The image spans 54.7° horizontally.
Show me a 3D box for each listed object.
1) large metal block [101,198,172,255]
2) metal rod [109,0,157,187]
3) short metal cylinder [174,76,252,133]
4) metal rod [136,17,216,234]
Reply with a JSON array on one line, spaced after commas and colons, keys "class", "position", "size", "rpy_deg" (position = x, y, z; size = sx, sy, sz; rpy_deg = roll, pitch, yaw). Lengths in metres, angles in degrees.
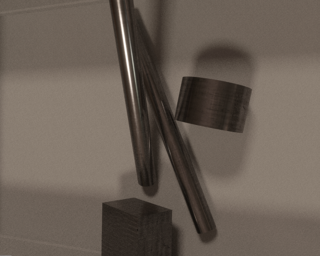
[{"class": "large metal block", "position": [-0.031, 0.138, 0.389], "size": [0.080, 0.050, 0.079], "rpy_deg": [1, 90, 50]}, {"class": "metal rod", "position": [-0.032, -0.062, 0.355], "size": [0.025, 0.025, 0.298], "rpy_deg": [3, 117, 19]}, {"class": "short metal cylinder", "position": [0.061, -0.027, 0.359], "size": [0.080, 0.080, 0.050], "rpy_deg": [12, 94, 19]}, {"class": "metal rod", "position": [0.006, -0.011, 0.407], "size": [0.025, 0.025, 0.299], "rpy_deg": [-23, 83, 18]}]
